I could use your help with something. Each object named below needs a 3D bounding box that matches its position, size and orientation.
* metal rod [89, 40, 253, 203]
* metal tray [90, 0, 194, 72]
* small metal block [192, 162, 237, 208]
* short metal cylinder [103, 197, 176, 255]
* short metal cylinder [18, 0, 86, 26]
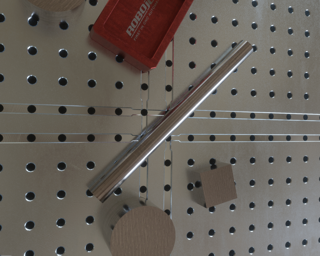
[{"bbox_3d":[0.024,-0.018,0.421,0.301,0.025,0.025,-45,104,-15],"label":"metal rod"},{"bbox_3d":[-0.019,-0.150,0.402,0.090,0.030,0.130,31,80,-18],"label":"metal tray"},{"bbox_3d":[0.078,0.080,0.441,0.050,0.025,0.050,-13,95,-20],"label":"small metal block"},{"bbox_3d":[-0.027,0.132,0.389,0.081,0.050,0.079,0,90,-20],"label":"short metal cylinder"},{"bbox_3d":[-0.123,-0.164,0.354,0.081,0.050,0.079,0,90,-20],"label":"short metal cylinder"}]
